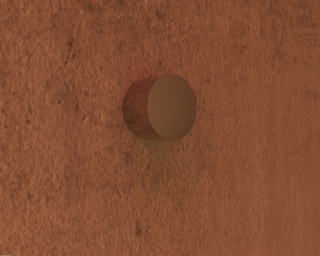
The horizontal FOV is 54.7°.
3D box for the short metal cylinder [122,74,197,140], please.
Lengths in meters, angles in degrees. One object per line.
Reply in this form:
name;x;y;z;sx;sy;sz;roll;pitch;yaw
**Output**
short metal cylinder;0.000;-0.025;0.391;0.081;0.050;0.079;0;90;-40
